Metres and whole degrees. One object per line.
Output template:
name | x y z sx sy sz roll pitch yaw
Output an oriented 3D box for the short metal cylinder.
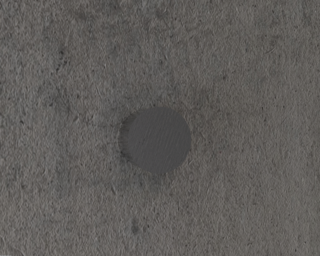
short metal cylinder | -0.008 0.014 0.393 0.081 0.050 0.080 0 90 -20
